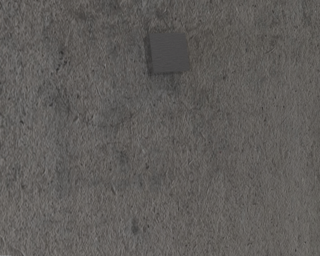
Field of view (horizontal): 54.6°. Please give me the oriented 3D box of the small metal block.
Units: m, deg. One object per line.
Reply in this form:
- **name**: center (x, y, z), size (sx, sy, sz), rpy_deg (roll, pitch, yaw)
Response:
- **small metal block**: center (0.008, -0.098, 0.412), size (0.050, 0.025, 0.050), rpy_deg (-8, 93, -20)
